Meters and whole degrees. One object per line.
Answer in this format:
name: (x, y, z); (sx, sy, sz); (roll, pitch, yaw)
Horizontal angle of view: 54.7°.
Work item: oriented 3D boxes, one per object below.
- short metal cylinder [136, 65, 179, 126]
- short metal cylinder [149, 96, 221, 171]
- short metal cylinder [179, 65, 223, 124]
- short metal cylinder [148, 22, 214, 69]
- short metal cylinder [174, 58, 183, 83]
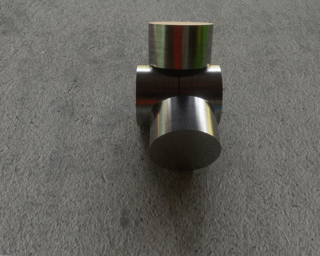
short metal cylinder: (-0.003, -0.042, 0.405); (0.050, 0.080, 0.080); (1, 50, 0)
short metal cylinder: (0.028, 0.008, 0.363); (0.081, 0.080, 0.050); (0, 50, 0)
short metal cylinder: (0.049, -0.042, 0.404); (0.050, 0.080, 0.080); (0, 50, 0)
short metal cylinder: (0.026, -0.107, 0.393); (0.081, 0.050, 0.080); (1, 22, 0)
short metal cylinder: (0.031, -0.093, 0.468); (0.081, 0.050, 0.080); (0, 50, 0)
